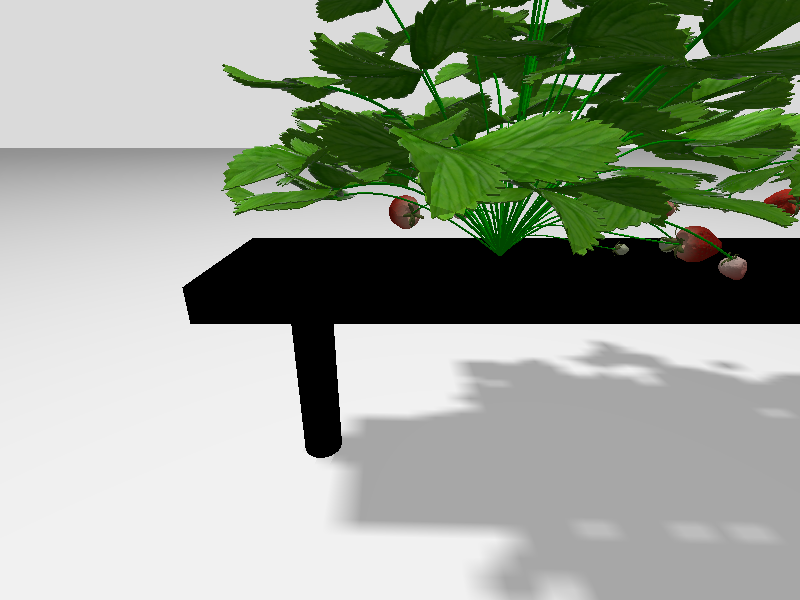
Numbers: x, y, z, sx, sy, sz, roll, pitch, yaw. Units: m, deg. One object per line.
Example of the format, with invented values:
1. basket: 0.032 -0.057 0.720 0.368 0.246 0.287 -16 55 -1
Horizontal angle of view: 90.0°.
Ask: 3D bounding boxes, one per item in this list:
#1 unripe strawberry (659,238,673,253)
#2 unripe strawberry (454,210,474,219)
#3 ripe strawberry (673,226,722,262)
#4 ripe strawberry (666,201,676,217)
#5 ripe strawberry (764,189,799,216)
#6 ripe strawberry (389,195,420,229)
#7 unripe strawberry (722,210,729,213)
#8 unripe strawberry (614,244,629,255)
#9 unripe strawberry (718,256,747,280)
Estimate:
1. unripe strawberry: 0.247 -0.050 0.370 0.014 0.014 0.013 -9 23 -1
2. unripe strawberry: 0.079 -0.120 0.514 0.034 0.030 0.031 -1 22 -4
3. ripe strawberry: 0.252 -0.047 0.338 0.031 0.030 0.034 3 23 6
4. ripe strawberry: 0.351 -0.125 0.535 0.027 0.029 0.029 -21 16 -40
5. ripe strawberry: 0.497 -0.126 0.521 0.041 0.036 0.037 -5 17 -13
6. ripe strawberry: 0.003 -0.103 0.469 0.037 0.039 0.040 -15 26 -32
7. unripe strawberry: 0.418 -0.118 0.513 0.011 0.011 0.011 -15 27 -33
8. unripe strawberry: 0.200 -0.046 0.362 0.012 0.010 0.012 0 22 -1
9. unripe strawberry: 0.250 -0.023 0.300 0.017 0.017 0.019 -26 9 30
